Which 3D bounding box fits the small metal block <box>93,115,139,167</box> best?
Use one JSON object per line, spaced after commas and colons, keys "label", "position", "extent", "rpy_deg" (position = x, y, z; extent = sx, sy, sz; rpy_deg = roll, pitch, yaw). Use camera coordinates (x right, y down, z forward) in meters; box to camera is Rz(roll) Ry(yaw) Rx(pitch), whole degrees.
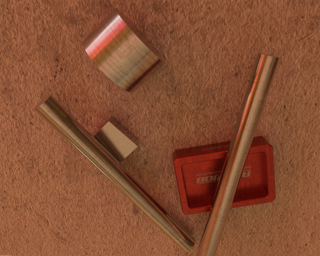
{"label": "small metal block", "position": [-0.065, 0.020, 0.417], "extent": [0.050, 0.025, 0.050], "rpy_deg": [43, 104, -14]}

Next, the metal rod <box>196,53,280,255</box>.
{"label": "metal rod", "position": [0.093, 0.055, 0.398], "extent": [0.025, 0.025, 0.298], "rpy_deg": [11, 110, -4]}

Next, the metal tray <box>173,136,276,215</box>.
{"label": "metal tray", "position": [0.089, 0.067, 0.432], "extent": [0.131, 0.030, 0.089], "rpy_deg": [-10, 110, 3]}

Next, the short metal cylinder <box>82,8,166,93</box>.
{"label": "short metal cylinder", "position": [-0.039, -0.086, 0.348], "extent": [0.050, 0.080, 0.080], "rpy_deg": [-41, 105, 14]}

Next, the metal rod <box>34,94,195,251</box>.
{"label": "metal rod", "position": [-0.045, 0.074, 0.413], "extent": [0.025, 0.025, 0.300], "rpy_deg": [-35, 115, 12]}
